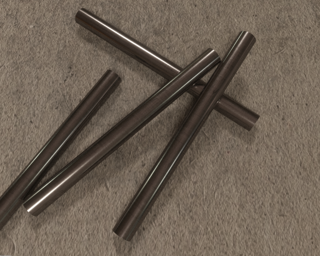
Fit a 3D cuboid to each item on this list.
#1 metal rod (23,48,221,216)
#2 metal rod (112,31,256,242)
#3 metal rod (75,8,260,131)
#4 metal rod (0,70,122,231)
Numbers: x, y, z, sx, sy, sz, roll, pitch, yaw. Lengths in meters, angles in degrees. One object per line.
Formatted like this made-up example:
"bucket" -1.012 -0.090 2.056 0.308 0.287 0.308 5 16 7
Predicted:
"metal rod" -0.042 0.000 0.391 0.301 0.025 0.025 -40 75 -8
"metal rod" 0.036 0.002 0.388 0.025 0.025 0.300 31 80 10
"metal rod" 0.003 -0.088 0.440 0.301 0.025 0.025 34 73 11
"metal rod" -0.148 0.043 0.390 0.025 0.025 0.300 33 73 11
